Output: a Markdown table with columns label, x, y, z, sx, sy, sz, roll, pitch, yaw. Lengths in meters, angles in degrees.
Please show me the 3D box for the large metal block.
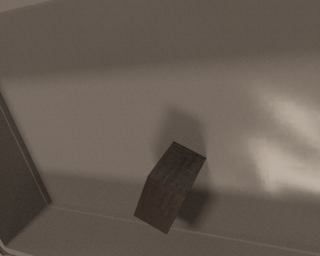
| label | x | y | z | sx | sy | sz | roll | pitch | yaw |
| --- | --- | --- | --- | --- | --- | --- | --- | --- | --- |
| large metal block | 0.014 | 0.078 | 0.413 | 0.050 | 0.080 | 0.079 | 27 | 128 | 11 |
